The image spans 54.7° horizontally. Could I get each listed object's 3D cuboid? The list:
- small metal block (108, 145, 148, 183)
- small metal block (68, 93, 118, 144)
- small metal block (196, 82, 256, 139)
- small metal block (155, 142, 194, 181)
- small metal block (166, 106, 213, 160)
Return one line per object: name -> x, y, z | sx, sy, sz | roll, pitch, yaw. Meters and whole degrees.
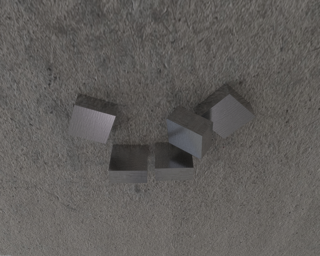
small metal block -> -0.042, 0.049, 0.432 | 0.050, 0.050, 0.025 | 0, 130, 0
small metal block -> -0.086, -0.011, 0.397 | 0.050, 0.025, 0.050 | 15, 129, -13
small metal block -> 0.082, -0.021, 0.390 | 0.050, 0.025, 0.050 | 35, 122, -26
small metal block -> 0.019, 0.046, 0.430 | 0.050, 0.050, 0.025 | -1, 130, 1
small metal block -> 0.038, 0.006, 0.391 | 0.050, 0.025, 0.050 | 27, 149, 25
